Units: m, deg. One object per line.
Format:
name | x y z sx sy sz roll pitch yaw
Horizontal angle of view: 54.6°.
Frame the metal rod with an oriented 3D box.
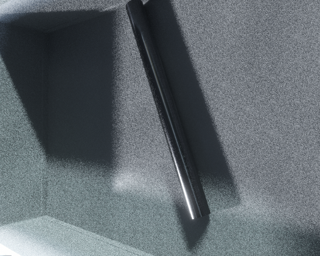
metal rod | 0.006 -0.034 0.402 0.025 0.025 0.299 -27 73 37
